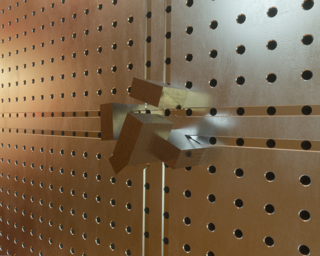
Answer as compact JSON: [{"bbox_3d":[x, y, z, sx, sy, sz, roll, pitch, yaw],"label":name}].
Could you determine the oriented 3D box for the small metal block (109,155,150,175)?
[{"bbox_3d":[-0.032,0.037,0.417,0.050,0.050,0.025,-44,64,31],"label":"small metal block"}]

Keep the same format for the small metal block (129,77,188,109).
[{"bbox_3d":[-0.002,-0.044,0.393,0.050,0.050,0.025,24,105,37],"label":"small metal block"}]

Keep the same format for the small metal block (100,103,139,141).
[{"bbox_3d":[-0.056,-0.008,0.437,0.025,0.050,0.050,-4,88,40],"label":"small metal block"}]

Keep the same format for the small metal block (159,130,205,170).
[{"bbox_3d":[0.018,0.024,0.377,0.050,0.050,0.025,33,110,35],"label":"small metal block"}]

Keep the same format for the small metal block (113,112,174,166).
[{"bbox_3d":[-0.018,0.012,0.341,0.025,0.050,0.050,33,110,34],"label":"small metal block"}]
